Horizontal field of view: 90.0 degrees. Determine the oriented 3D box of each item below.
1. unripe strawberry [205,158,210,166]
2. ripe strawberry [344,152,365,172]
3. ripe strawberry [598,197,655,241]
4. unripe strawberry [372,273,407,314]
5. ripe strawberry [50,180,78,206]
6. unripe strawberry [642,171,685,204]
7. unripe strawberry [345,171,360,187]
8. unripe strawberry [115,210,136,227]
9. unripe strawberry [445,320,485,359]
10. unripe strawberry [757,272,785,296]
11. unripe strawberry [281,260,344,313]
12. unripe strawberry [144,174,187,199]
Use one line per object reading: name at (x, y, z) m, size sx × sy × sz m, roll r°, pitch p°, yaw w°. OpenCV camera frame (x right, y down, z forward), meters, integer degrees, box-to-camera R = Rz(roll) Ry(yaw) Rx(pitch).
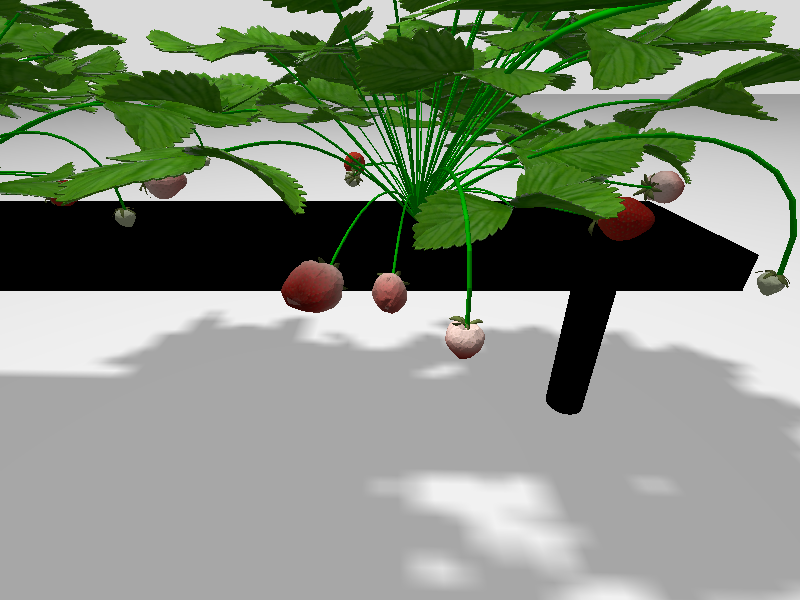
unripe strawberry at (-0.241, -0.171, 0.497) m, size 0.010 × 0.010 × 0.011 m, roll -23°, pitch 36°, yaw -35°
ripe strawberry at (-0.061, -0.181, 0.530) m, size 0.028 × 0.030 × 0.030 m, roll -10°, pitch 30°, yaw -18°
ripe strawberry at (0.173, -0.063, 0.308) m, size 0.039 × 0.033 × 0.039 m, roll 9°, pitch 30°, yaw 15°
unripe strawberry at (-0.006, -0.003, 0.213) m, size 0.019 × 0.022 × 0.021 m, roll 4°, pitch 43°, yaw 6°
ripe strawberry at (-0.330, -0.106, 0.394) m, size 0.026 × 0.028 × 0.024 m, roll -11°, pitch 31°, yaw -21°
unripe strawberry at (0.266, -0.114, 0.402) m, size 0.037 × 0.032 × 0.037 m, roll -6°, pitch 29°, yaw -11°
unripe strawberry at (-0.056, -0.142, 0.471) m, size 0.018 × 0.019 × 0.020 m, roll -15°, pitch 2°, yaw -25°
unripe strawberry at (-0.223, -0.066, 0.326) m, size 0.015 × 0.015 × 0.014 m, roll 4°, pitch 29°, yaw 8°
unripe strawberry at (0.029, 0.019, 0.181) m, size 0.018 × 0.019 × 0.018 m, roll -2°, pitch 29°, yaw -3°
unripe strawberry at (0.205, -0.009, 0.222) m, size 0.012 × 0.012 × 0.013 m, roll 21°, pitch 35°, yaw 33°
unripe strawberry at (-0.046, -0.005, 0.209) m, size 0.032 × 0.029 × 0.029 m, roll 10°, pitch 31°, yaw 18°
unripe strawberry at (-0.242, -0.124, 0.415) m, size 0.038 × 0.038 × 0.042 m, roll -10°, pitch 30°, yaw -18°
